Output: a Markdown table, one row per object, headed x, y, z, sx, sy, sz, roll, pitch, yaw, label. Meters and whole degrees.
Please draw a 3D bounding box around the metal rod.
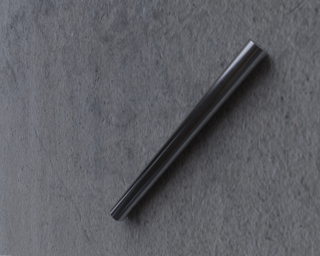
| x | y | z | sx | sy | sz | roll | pitch | yaw | label |
| --- | --- | --- | --- | --- | --- | --- | --- | --- | --- |
| 0.020 | 0.021 | 0.386 | 0.298 | 0.025 | 0.025 | -52 | 60 | 27 | metal rod |
